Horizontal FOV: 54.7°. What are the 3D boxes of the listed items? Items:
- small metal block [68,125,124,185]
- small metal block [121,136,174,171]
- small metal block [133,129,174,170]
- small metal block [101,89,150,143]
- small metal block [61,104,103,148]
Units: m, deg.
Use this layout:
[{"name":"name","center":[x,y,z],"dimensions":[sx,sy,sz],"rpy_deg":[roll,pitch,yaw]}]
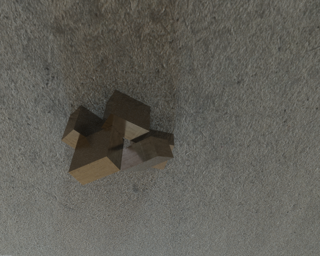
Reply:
[{"name":"small metal block","center":[-0.071,0.031,0.352],"dimensions":[0.050,0.050,0.025],"rpy_deg":[-23,127,18]},{"name":"small metal block","center":[-0.018,0.034,0.388],"dimensions":[0.050,0.025,0.050],"rpy_deg":[-25,164,19]},{"name":"small metal block","center":[-0.012,0.029,0.433],"dimensions":[0.050,0.025,0.050],"rpy_deg":[12,129,-11]},{"name":"small metal block","center":[-0.040,-0.014,0.380],"dimensions":[0.050,0.050,0.025],"rpy_deg":[26,125,-21]},{"name":"small metal block","center":[-0.092,0.006,0.396],"dimensions":[0.025,0.050,0.050],"rpy_deg":[-37,121,27]}]
